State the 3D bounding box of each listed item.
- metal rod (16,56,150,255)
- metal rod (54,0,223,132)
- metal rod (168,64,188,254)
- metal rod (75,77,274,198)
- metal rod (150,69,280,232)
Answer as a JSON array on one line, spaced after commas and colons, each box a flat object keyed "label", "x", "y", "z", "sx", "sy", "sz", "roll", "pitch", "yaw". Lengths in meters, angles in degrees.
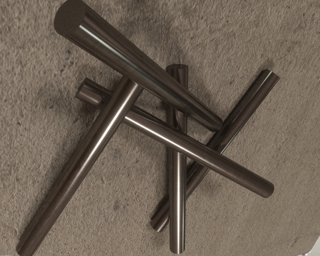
[{"label": "metal rod", "x": -0.096, "y": 0.048, "z": 0.357, "sx": 0.025, "sy": 0.025, "sz": 0.298, "roll": 20, "pitch": 116, "yaw": -36}, {"label": "metal rod", "x": 0.012, "y": -0.037, "z": 0.320, "sx": 0.025, "sy": 0.025, "sz": 0.301, "roll": -51, "pitch": 151, "yaw": 8}, {"label": "metal rod", "x": 0.025, "y": 0.060, "z": 0.438, "sx": 0.025, "sy": 0.025, "sz": 0.298, "roll": -12, "pitch": 118, "yaw": -22}, {"label": "metal rod", "x": 0.036, "y": 0.023, "z": 0.394, "sx": 0.301, "sy": 0.025, "sz": 0.025, "roll": 29, "pitch": 102, "yaw": -23}, {"label": "metal rod", "x": 0.079, "y": 0.041, "z": 0.477, "sx": 0.025, "sy": 0.025, "sz": 0.299, "roll": 27, "pitch": 103, "yaw": -38}]
